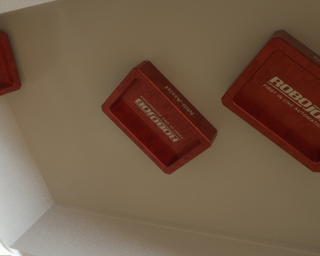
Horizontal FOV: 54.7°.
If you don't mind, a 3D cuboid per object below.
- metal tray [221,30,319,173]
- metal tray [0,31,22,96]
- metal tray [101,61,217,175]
[{"bbox_3d":[0.141,-0.024,0.315,0.130,0.030,0.089,37,129,2],"label":"metal tray"},{"bbox_3d":[-0.273,-0.080,0.433,0.030,0.131,0.089,24,129,36],"label":"metal tray"},{"bbox_3d":[-0.003,-0.010,0.400,0.130,0.030,0.090,45,129,-4],"label":"metal tray"}]
